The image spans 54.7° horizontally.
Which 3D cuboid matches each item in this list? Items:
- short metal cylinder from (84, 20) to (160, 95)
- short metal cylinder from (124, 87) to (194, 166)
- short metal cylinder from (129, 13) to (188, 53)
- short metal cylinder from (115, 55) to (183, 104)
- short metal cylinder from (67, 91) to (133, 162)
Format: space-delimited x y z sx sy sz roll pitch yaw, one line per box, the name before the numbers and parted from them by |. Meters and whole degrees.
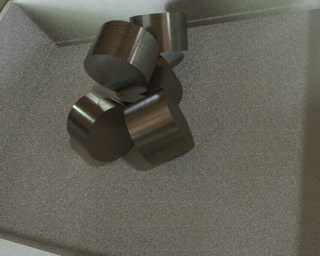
short metal cylinder | -0.045 -0.083 0.379 0.080 0.080 0.050 3 64 30
short metal cylinder | 0.001 -0.002 0.369 0.050 0.080 0.080 -26 53 13
short metal cylinder | -0.001 -0.133 0.443 0.080 0.080 0.050 4 106 30
short metal cylinder | -0.015 -0.056 0.429 0.080 0.050 0.080 -13 56 21
short metal cylinder | -0.074 -0.002 0.408 0.050 0.080 0.080 33 80 38
